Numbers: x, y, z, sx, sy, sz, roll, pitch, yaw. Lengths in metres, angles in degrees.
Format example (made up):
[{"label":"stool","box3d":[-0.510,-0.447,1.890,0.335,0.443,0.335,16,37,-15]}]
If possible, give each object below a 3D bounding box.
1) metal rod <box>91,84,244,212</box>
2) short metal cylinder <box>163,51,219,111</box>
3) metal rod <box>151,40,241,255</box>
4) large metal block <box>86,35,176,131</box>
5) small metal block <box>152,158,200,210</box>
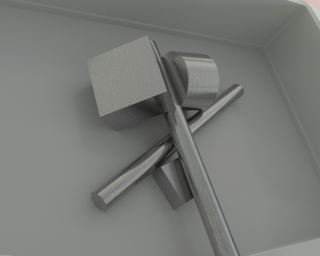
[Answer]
[{"label":"metal rod","box3d":[0.032,0.008,0.417,0.025,0.025,0.302,49,51,6]},{"label":"short metal cylinder","box3d":[0.035,-0.063,0.427,0.050,0.080,0.080,-4,64,-32]},{"label":"metal rod","box3d":[0.029,0.014,0.379,0.025,0.025,0.299,-5,63,-31]},{"label":"large metal block","box3d":[-0.035,-0.053,0.378,0.080,0.050,0.080,-20,67,7]},{"label":"small metal block","box3d":[0.028,0.064,0.381,0.050,0.025,0.050,-24,75,-37]}]
